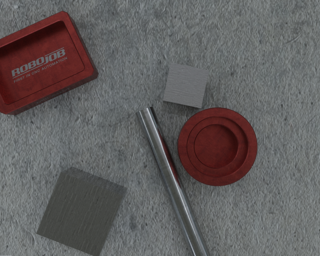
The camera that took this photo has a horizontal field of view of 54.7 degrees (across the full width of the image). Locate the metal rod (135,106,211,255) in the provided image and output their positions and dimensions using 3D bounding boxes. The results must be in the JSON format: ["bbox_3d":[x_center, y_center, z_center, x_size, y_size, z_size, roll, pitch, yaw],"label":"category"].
[{"bbox_3d":[0.033,0.115,0.410,0.025,0.025,0.299,-21,90,0],"label":"metal rod"}]

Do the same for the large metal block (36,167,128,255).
[{"bbox_3d":[-0.096,0.104,0.397,0.080,0.050,0.080,22,90,0],"label":"large metal block"}]

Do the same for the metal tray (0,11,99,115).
[{"bbox_3d":[-0.159,-0.083,0.405,0.131,0.030,0.090,-25,90,0],"label":"metal tray"}]

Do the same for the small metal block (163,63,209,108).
[{"bbox_3d":[0.033,-0.055,0.410,0.050,0.025,0.050,12,90,0],"label":"small metal block"}]

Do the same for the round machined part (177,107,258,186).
[{"bbox_3d":[0.071,0.023,0.402,0.099,0.042,0.097,0,90,0],"label":"round machined part"}]
